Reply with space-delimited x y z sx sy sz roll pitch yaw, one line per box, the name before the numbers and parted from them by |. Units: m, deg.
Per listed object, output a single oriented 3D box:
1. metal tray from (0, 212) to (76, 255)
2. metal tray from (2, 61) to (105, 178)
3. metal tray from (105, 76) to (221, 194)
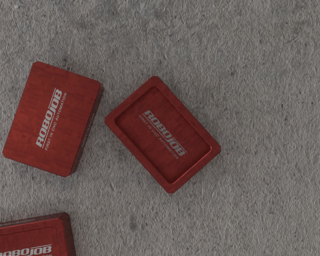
metal tray | -0.181 0.168 0.405 0.131 0.030 0.089 -10 90 0
metal tray | -0.138 -0.011 0.406 0.090 0.030 0.129 19 90 0
metal tray | 0.004 0.009 0.407 0.090 0.030 0.130 -42 90 0
